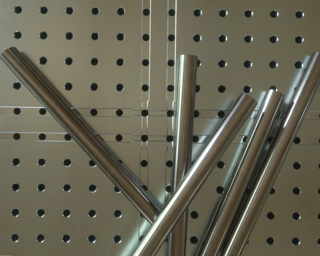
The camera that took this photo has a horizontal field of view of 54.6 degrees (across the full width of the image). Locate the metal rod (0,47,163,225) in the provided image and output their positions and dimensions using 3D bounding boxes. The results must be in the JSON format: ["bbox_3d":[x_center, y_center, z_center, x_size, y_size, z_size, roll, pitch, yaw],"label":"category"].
[{"bbox_3d":[-0.101,0.012,0.412,0.025,0.025,0.300,-42,90,0],"label":"metal rod"}]

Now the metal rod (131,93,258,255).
[{"bbox_3d":[0.028,0.087,0.387,0.025,0.025,0.299,34,89,0],"label":"metal rod"}]

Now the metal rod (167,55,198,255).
[{"bbox_3d":[0.029,0.054,0.413,0.025,0.025,0.298,3,90,0],"label":"metal rod"}]

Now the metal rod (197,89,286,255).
[{"bbox_3d":[0.097,0.091,0.413,0.025,0.025,0.299,23,90,0],"label":"metal rod"}]

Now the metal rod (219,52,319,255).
[{"bbox_3d":[0.153,0.040,0.414,0.025,0.025,0.299,25,90,0],"label":"metal rod"}]
